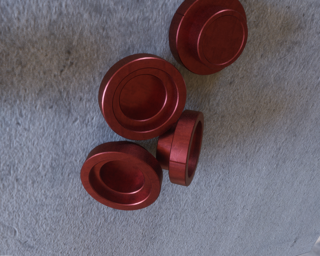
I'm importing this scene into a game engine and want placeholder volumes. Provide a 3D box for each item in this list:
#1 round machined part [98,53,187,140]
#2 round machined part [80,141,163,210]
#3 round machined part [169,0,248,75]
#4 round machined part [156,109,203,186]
[{"bbox_3d":[-0.022,-0.038,0.358,0.099,0.042,0.097,-11,119,-20],"label":"round machined part"},{"bbox_3d":[-0.045,0.055,0.388,0.099,0.042,0.097,4,125,6],"label":"round machined part"},{"bbox_3d":[0.063,-0.108,0.365,0.099,0.042,0.097,-14,125,-21],"label":"round machined part"},{"bbox_3d":[0.025,0.024,0.404,0.042,0.098,0.097,10,123,16],"label":"round machined part"}]
